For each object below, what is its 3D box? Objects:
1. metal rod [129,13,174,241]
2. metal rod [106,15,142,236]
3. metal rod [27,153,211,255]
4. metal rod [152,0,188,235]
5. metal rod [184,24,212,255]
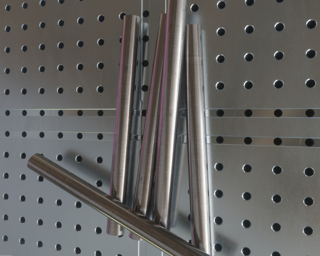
[{"bbox_3d":[-0.009,0.001,0.414,0.025,0.025,0.298,9,93,19],"label":"metal rod"},{"bbox_3d":[-0.050,-0.003,0.429,0.025,0.025,0.298,5,92,19],"label":"metal rod"},{"bbox_3d":[-0.052,0.110,0.402,0.301,0.025,0.025,26,99,17],"label":"metal rod"},{"bbox_3d":[0.011,-0.011,0.395,0.025,0.025,0.298,6,97,19],"label":"metal rod"},{"bbox_3d":[0.047,0.020,0.395,0.025,0.025,0.298,-3,89,19],"label":"metal rod"}]
